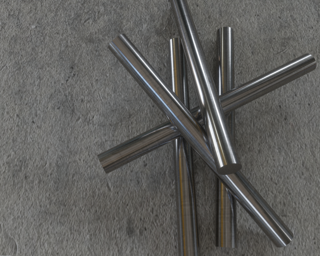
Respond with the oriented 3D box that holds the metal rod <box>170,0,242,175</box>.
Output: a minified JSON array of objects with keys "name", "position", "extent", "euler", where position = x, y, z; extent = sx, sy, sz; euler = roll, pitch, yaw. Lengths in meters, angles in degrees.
[{"name":"metal rod","position":[0.049,-0.080,0.398],"extent":[0.025,0.025,0.299],"euler":[-8,55,-3]}]

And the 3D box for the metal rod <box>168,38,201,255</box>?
[{"name":"metal rod","position":[0.029,0.016,0.402],"extent":[0.025,0.025,0.299],"euler":[-2,70,-1]}]

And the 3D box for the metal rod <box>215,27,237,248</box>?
[{"name":"metal rod","position":[0.086,-0.002,0.409],"extent":[0.025,0.025,0.299],"euler":[4,70,1]}]

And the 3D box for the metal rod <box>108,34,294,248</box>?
[{"name":"metal rod","position":[0.047,0.015,0.356],"extent":[0.025,0.025,0.300],"euler":[-41,92,-13]}]

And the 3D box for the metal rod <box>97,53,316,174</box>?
[{"name":"metal rod","position":[0.065,-0.022,0.388],"extent":[0.302,0.025,0.025],"euler":[-26,72,-9]}]
